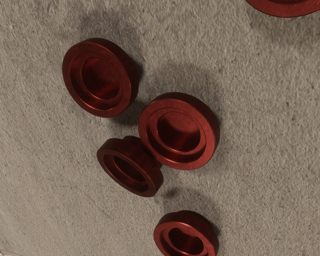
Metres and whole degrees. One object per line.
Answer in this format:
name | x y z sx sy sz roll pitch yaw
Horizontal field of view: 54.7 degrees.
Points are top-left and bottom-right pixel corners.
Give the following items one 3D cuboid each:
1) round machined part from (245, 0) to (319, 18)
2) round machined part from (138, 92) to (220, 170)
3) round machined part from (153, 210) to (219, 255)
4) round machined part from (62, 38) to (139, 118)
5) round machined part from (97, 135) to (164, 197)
round machined part | 0.110 -0.143 0.249 0.098 0.042 0.097 13 124 20
round machined part | 0.026 0.000 0.381 0.098 0.042 0.097 13 124 20
round machined part | 0.043 0.166 0.474 0.098 0.042 0.097 13 124 20
round machined part | -0.070 -0.065 0.391 0.098 0.042 0.097 13 124 20
round machined part | -0.036 0.049 0.431 0.098 0.042 0.097 26 146 19
